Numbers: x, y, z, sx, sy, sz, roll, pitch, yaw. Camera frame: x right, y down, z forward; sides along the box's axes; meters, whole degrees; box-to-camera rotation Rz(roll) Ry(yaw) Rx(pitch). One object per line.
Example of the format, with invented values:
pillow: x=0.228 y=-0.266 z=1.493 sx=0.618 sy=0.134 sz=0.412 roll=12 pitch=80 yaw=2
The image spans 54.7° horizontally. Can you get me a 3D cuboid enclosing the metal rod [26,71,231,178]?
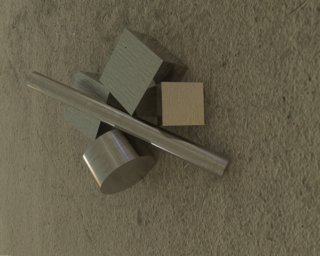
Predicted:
metal rod: x=-0.055 y=-0.013 z=0.398 sx=0.301 sy=0.025 sz=0.025 roll=24 pitch=106 yaw=20

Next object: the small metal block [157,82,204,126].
small metal block: x=0.024 y=-0.028 z=0.368 sx=0.025 sy=0.050 sz=0.050 roll=175 pitch=94 yaw=-75

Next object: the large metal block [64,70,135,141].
large metal block: x=-0.091 y=-0.033 z=0.465 sx=0.080 sy=0.050 sz=0.079 roll=31 pitch=109 yaw=35

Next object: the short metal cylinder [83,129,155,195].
short metal cylinder: x=-0.054 y=0.044 z=0.415 sx=0.080 sy=0.081 sz=0.050 roll=-51 pitch=60 yaw=28

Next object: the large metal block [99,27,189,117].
large metal block: x=-0.024 y=-0.071 z=0.406 sx=0.080 sy=0.050 sz=0.080 roll=47 pitch=118 yaw=29
